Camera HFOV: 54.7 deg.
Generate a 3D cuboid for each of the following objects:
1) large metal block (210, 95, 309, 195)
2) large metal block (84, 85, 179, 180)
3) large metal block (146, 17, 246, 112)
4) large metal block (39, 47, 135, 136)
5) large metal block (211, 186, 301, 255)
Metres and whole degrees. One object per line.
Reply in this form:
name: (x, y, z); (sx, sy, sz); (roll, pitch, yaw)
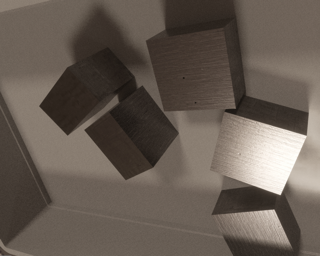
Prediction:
large metal block: (0.109, 0.016, 0.345); (0.080, 0.050, 0.079); (18, 126, 17)
large metal block: (-0.032, 0.005, 0.392); (0.050, 0.080, 0.080); (-30, 102, 37)
large metal block: (0.041, -0.066, 0.330); (0.080, 0.050, 0.080); (-1, 118, 28)
large metal block: (-0.091, -0.047, 0.390); (0.050, 0.080, 0.080); (48, 129, -6)
large metal block: (0.126, 0.123, 0.402); (0.080, 0.050, 0.080); (-17, 110, 34)
